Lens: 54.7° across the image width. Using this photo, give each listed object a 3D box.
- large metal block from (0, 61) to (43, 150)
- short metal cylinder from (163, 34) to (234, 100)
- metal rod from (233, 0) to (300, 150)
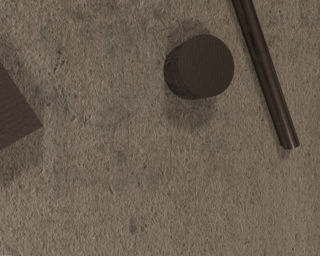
[{"bbox_3d":[-0.183,-0.015,0.328,0.080,0.050,0.080,-33,101,-17],"label":"large metal block"},{"bbox_3d":[0.051,-0.079,0.416,0.081,0.050,0.079,0,90,-21],"label":"short metal cylinder"},{"bbox_3d":[0.153,-0.108,0.466,0.025,0.025,0.299,-24,98,-19],"label":"metal rod"}]
